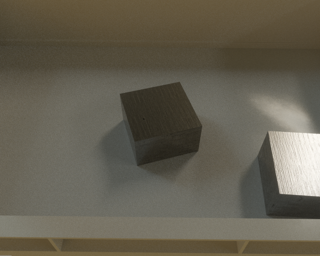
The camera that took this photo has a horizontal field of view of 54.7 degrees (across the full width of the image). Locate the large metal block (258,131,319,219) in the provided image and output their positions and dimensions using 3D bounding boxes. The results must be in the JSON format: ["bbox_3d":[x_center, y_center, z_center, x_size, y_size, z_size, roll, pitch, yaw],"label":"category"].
[{"bbox_3d":[0.161,0.052,0.346,0.080,0.050,0.080,3,50,3],"label":"large metal block"}]

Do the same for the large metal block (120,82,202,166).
[{"bbox_3d":[-0.001,-0.007,0.394,0.081,0.050,0.080,-13,51,-11],"label":"large metal block"}]

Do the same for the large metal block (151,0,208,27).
[{"bbox_3d":[0.039,-0.248,0.600,0.080,0.050,0.080,28,55,21],"label":"large metal block"}]
